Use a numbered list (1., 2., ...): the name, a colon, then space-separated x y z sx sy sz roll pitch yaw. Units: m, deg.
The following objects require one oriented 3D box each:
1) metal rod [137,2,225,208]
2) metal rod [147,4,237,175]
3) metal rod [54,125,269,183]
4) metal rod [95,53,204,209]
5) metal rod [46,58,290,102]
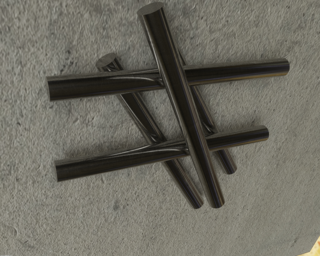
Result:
1. metal rod: 0.038 0.001 0.367 0.025 0.025 0.299 -31 129 -9
2. metal rod: 0.052 -0.029 0.420 0.025 0.025 0.299 -37 130 -4
3. metal rod: 0.020 0.028 0.406 0.303 0.025 0.025 -9 122 -24
4. metal rod: 0.002 0.026 0.426 0.025 0.025 0.299 -35 129 -5
5. metal rod: 0.029 -0.060 0.357 0.303 0.025 0.025 -9 123 -24
